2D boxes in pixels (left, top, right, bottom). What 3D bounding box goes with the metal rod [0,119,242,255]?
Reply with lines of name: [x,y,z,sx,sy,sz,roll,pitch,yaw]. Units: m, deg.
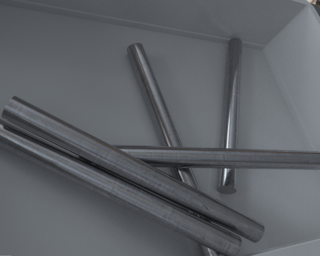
metal rod: [-0.052,0.061,0.322,0.301,0.025,0.025,27,52,-5]

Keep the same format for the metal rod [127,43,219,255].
metal rod: [0.012,0.014,0.403,0.025,0.025,0.299,-7,65,-31]

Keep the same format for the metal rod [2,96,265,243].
metal rod: [-0.017,0.050,0.330,0.301,0.025,0.025,29,52,-11]

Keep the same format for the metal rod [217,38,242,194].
metal rod: [0.114,-0.038,0.489,0.025,0.025,0.300,23,53,-14]

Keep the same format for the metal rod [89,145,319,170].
metal rod: [0.059,0.036,0.374,0.302,0.025,0.025,3,60,-13]
